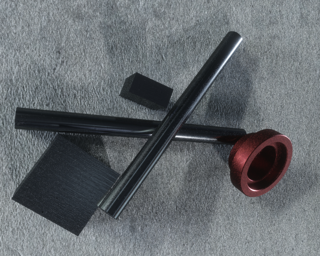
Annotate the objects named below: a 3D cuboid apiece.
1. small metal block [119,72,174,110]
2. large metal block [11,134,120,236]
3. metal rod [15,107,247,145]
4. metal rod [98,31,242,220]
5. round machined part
[{"bbox_3d":[-0.018,-0.045,0.390,0.050,0.050,0.025,22,83,-19],"label":"small metal block"},{"bbox_3d":[-0.107,0.062,0.357,0.080,0.050,0.080,37,78,-17],"label":"large metal block"},{"bbox_3d":[-0.021,0.001,0.402,0.302,0.025,0.025,5,89,-20],"label":"metal rod"},{"bbox_3d":[0.025,-0.019,0.395,0.025,0.025,0.301,43,68,-15],"label":"metal rod"},{"bbox_3d":[0.137,0.045,0.439,0.099,0.042,0.097,-15,121,-26],"label":"round machined part"}]
